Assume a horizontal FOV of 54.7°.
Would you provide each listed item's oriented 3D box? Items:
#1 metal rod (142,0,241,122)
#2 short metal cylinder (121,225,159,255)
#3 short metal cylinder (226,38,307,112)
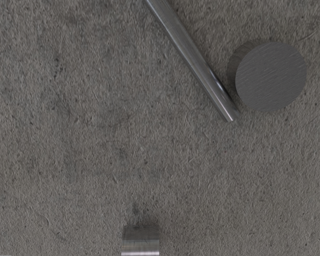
[{"bbox_3d":[0.008,-0.130,0.361,0.025,0.025,0.300,-34,107,11],"label":"metal rod"},{"bbox_3d":[-0.026,0.182,0.447,0.050,0.080,0.079,-1,110,0],"label":"short metal cylinder"},{"bbox_3d":[0.125,-0.065,0.374,0.081,0.050,0.079,0,110,0],"label":"short metal cylinder"}]
